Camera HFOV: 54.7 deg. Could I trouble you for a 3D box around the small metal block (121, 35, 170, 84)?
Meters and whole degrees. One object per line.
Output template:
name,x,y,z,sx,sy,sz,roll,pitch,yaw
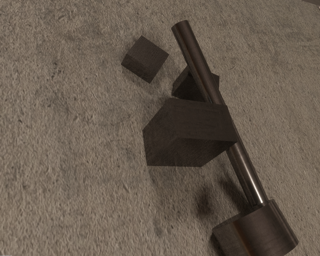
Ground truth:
small metal block,-0.021,-0.101,0.456,0.050,0.025,0.050,34,51,-7

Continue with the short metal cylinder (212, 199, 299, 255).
short metal cylinder,0.107,0.122,0.354,0.081,0.080,0.050,-15,70,-34

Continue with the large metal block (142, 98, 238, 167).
large metal block,0.033,0.010,0.382,0.081,0.080,0.050,5,60,-26

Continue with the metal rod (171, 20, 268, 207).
metal rod,0.086,-0.002,0.411,0.025,0.025,0.299,-22,87,-36

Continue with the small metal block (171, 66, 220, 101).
small metal block,0.052,-0.062,0.455,0.050,0.050,0.025,21,54,-17
